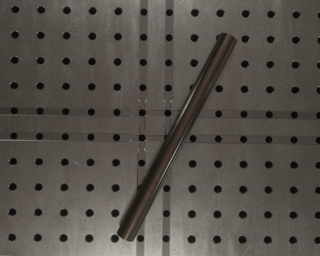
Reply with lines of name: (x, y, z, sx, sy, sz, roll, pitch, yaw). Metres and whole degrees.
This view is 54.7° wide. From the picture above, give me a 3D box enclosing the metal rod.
metal rod: (0.023, 0.012, 0.413, 0.025, 0.025, 0.299, 28, 90, -1)
